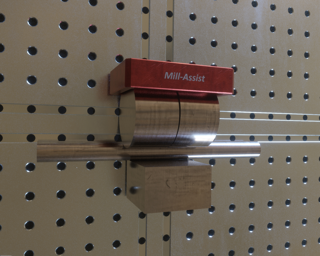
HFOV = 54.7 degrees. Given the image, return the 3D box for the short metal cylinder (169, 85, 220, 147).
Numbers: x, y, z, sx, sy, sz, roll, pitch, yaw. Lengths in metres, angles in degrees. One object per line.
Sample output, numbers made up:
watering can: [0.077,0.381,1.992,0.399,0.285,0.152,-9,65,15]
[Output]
short metal cylinder: [0.033,-0.016,0.393,0.050,0.080,0.079,2,90,-20]

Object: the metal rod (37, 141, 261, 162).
metal rod: [0.000,0.029,0.409,0.303,0.025,0.025,1,90,-20]

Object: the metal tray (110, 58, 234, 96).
metal tray: [0.012,-0.056,0.378,0.131,0.090,0.030,1,90,-20]

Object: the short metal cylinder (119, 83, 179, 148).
short metal cylinder: [-0.016,-0.016,0.375,0.050,0.080,0.079,1,90,-20]

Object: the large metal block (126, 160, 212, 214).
large metal block: [0.008,0.067,0.382,0.081,0.080,0.050,1,90,-20]
